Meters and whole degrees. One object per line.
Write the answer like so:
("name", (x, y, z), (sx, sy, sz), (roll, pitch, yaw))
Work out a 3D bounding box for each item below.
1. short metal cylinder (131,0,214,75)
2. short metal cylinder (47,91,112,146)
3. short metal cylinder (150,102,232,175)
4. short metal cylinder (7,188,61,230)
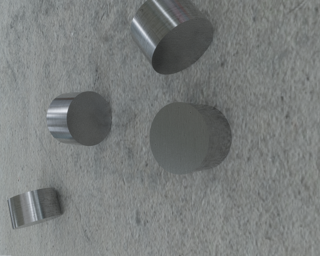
("short metal cylinder", (0.014, -0.108, 0.356), (0.080, 0.081, 0.050), (-47, 62, 29))
("short metal cylinder", (-0.120, -0.014, 0.465), (0.050, 0.081, 0.079), (2, 91, 40))
("short metal cylinder", (0.035, 0.011, 0.359), (0.080, 0.050, 0.079), (0, 90, 39))
("short metal cylinder", (-0.222, 0.142, 0.548), (0.080, 0.081, 0.050), (-29, 72, 36))
